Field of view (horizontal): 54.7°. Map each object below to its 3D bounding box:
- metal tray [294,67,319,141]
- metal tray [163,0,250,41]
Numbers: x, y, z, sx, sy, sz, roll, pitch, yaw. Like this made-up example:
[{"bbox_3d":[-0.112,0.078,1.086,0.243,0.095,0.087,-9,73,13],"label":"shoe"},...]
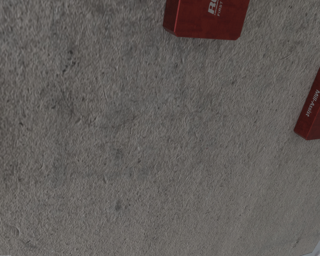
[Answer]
[{"bbox_3d":[0.296,-0.044,0.538,0.091,0.030,0.129,-4,120,-27],"label":"metal tray"},{"bbox_3d":[0.058,-0.165,0.333,0.091,0.030,0.129,-5,121,-26],"label":"metal tray"}]
